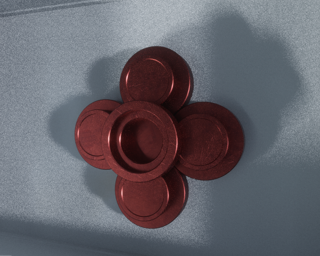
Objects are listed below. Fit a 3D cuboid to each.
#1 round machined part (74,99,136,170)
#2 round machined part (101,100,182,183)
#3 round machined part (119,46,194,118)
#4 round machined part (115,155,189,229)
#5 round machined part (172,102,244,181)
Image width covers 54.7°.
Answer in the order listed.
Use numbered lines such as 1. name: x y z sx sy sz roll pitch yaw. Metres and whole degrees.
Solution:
1. round machined part: -0.077 0.009 0.426 0.098 0.042 0.097 0 90 20
2. round machined part: -0.019 0.015 0.384 0.098 0.042 0.097 0 90 20
3. round machined part: -0.009 -0.058 0.401 0.098 0.042 0.097 0 90 20
4. round machined part: -0.015 0.083 0.405 0.098 0.042 0.097 -1 88 18
5. round machined part: 0.052 0.016 0.381 0.098 0.042 0.097 0 90 20
